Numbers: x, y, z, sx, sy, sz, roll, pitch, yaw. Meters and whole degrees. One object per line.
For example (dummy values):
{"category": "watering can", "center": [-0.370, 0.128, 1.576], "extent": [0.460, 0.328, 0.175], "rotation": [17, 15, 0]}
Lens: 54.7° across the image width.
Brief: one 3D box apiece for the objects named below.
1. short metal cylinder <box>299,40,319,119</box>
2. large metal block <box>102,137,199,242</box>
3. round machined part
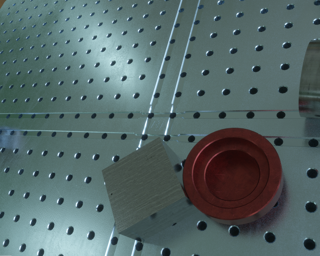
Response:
{"category": "short metal cylinder", "center": [0.175, -0.047, 0.310], "extent": [0.050, 0.080, 0.080], "rotation": [10, 67, 32]}
{"category": "large metal block", "center": [-0.011, 0.070, 0.355], "extent": [0.080, 0.050, 0.080], "rotation": [-31, 52, 8]}
{"category": "round machined part", "center": [0.077, 0.052, 0.324], "extent": [0.098, 0.042, 0.098], "rotation": [-13, 56, 20]}
